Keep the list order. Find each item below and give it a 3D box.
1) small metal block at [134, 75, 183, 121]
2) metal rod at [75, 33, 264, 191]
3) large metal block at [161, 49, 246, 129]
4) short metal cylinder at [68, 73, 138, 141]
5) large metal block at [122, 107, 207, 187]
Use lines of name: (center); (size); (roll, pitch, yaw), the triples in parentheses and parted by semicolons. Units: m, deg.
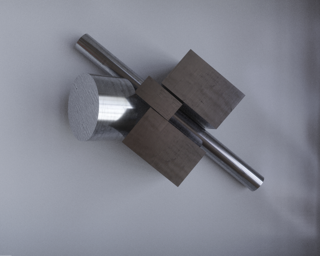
small metal block: (-0.002, -0.034, 0.374); (0.050, 0.050, 0.025); (41, 90, -1)
metal rod: (0.013, -0.020, 0.411); (0.300, 0.025, 0.025); (39, 90, -1)
large metal block: (0.048, -0.044, 0.384); (0.080, 0.080, 0.050); (40, 90, -1)
short metal cylinder: (-0.071, -0.024, 0.376); (0.050, 0.080, 0.079); (1, 90, -40)
large metal block: (0.004, 0.021, 0.383); (0.080, 0.080, 0.050); (39, 90, -1)
